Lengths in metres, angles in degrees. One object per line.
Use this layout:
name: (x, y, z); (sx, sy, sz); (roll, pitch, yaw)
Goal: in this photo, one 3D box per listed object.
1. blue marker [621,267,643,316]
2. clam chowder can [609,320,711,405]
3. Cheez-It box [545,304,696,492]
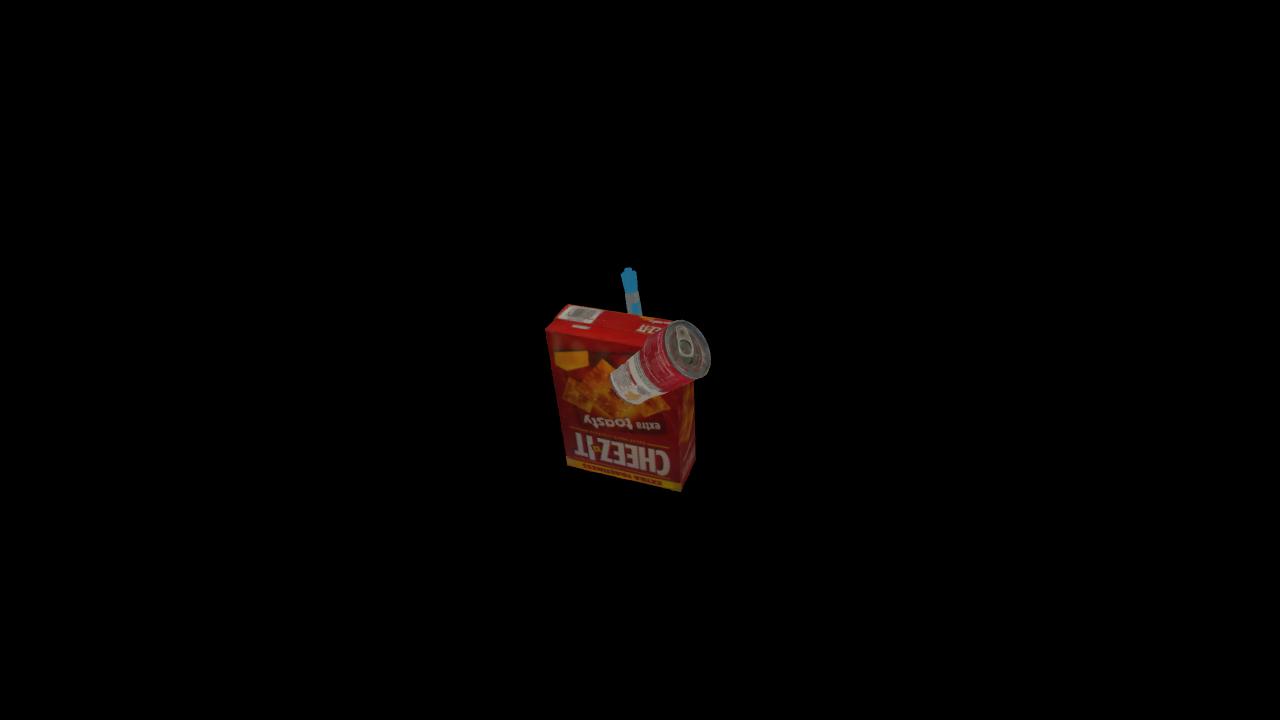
blue marker: (-0.006, -0.054, 0.745); (0.020, 0.121, 0.020); (-7, 27, 4)
clam chowder can: (0.020, 0.005, 0.689); (0.068, 0.068, 0.102); (0, -20, -43)
Cheez-It box: (-0.019, 0.050, 0.764); (0.166, 0.223, 0.071); (11, 38, 20)
